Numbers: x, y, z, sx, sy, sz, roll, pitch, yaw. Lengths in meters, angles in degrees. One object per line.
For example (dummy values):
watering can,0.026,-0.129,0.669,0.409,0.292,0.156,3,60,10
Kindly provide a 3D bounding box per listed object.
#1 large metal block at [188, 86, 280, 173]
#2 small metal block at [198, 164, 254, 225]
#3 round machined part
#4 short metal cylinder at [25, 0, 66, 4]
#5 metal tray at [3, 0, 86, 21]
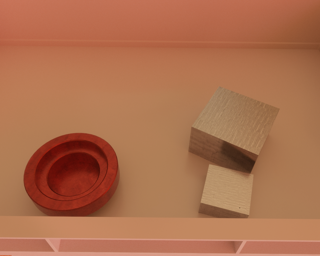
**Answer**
large metal block,0.091,0.003,0.387,0.080,0.050,0.080,24,54,18
small metal block,0.074,0.073,0.345,0.050,0.025,0.050,13,51,10
round machined part,-0.094,0.056,0.346,0.099,0.042,0.098,0,50,0
short metal cylinder,-0.217,-0.269,0.584,0.081,0.050,0.080,3,34,-2
metal tray,-0.225,-0.254,0.614,0.131,0.030,0.090,7,50,6
